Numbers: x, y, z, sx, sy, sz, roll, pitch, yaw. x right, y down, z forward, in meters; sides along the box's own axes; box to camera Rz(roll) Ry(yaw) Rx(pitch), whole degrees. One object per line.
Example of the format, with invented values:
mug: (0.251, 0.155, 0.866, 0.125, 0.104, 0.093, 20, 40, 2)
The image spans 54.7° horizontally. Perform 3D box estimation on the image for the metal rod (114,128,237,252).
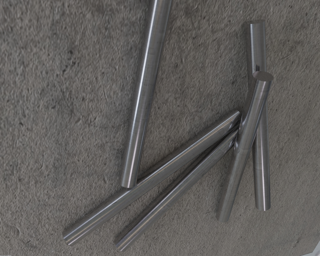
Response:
metal rod: (0.044, 0.079, 0.479, 0.300, 0.025, 0.025, -44, 129, 2)

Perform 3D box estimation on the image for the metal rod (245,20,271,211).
metal rod: (0.145, -0.001, 0.451, 0.025, 0.025, 0.298, -20, 118, -17)

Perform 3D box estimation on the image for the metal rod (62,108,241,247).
metal rod: (-0.006, 0.068, 0.444, 0.301, 0.025, 0.025, -35, 129, -5)

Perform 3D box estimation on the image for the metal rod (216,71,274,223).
metal rod: (0.121, 0.050, 0.475, 0.025, 0.025, 0.298, -15, 133, -20)

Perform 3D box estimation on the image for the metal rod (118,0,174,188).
metal rod: (-0.016, -0.056, 0.363, 0.025, 0.025, 0.298, -2, 120, -28)
